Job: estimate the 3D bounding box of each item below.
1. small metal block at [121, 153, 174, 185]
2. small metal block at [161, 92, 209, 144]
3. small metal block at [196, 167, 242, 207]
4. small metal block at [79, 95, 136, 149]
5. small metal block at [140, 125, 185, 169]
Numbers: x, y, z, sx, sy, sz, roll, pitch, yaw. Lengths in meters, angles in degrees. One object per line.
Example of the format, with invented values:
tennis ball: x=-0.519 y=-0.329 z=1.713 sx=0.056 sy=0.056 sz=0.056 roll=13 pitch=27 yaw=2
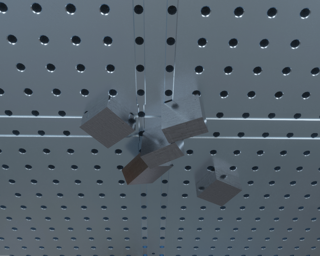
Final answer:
small metal block: x=-0.018 y=0.057 z=0.446 sx=0.050 sy=0.025 sz=0.050 roll=7 pitch=138 yaw=-47
small metal block: x=0.030 y=-0.013 z=0.385 sx=0.050 sy=0.050 sz=0.025 roll=-17 pitch=128 yaw=13
small metal block: x=0.093 y=0.095 z=0.494 sx=0.050 sy=0.025 sz=0.050 roll=25 pitch=126 yaw=-20
small metal block: x=-0.067 y=-0.007 z=0.405 sx=0.050 sy=0.025 sz=0.050 roll=-33 pitch=123 yaw=24
small metal block: x=0.004 y=0.021 z=0.412 sx=0.050 sy=0.050 sz=0.025 roll=-24 pitch=123 yaw=18
